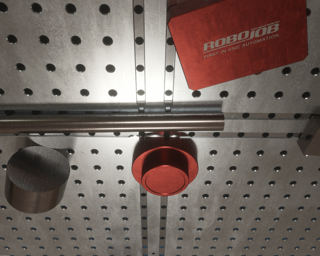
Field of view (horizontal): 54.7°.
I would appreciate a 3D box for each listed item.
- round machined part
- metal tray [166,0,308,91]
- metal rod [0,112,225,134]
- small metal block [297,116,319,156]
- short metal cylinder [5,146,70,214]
[{"bbox_3d":[0.007,0.063,0.454,0.099,0.042,0.097,0,130,0],"label":"round machined part"},{"bbox_3d":[0.082,-0.099,0.326,0.130,0.030,0.090,-15,129,11],"label":"metal tray"},{"bbox_3d":[-0.069,-0.007,0.404,0.302,0.025,0.025,-1,130,0],"label":"metal rod"},{"bbox_3d":[0.227,0.012,0.426,0.050,0.025,0.050,6,130,-6],"label":"small metal block"},{"bbox_3d":[-0.172,0.072,0.434,0.081,0.080,0.050,16,128,-14],"label":"short metal cylinder"}]
